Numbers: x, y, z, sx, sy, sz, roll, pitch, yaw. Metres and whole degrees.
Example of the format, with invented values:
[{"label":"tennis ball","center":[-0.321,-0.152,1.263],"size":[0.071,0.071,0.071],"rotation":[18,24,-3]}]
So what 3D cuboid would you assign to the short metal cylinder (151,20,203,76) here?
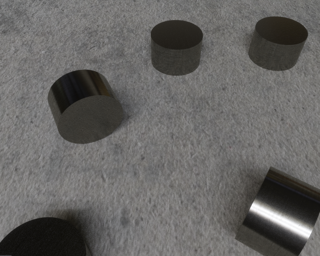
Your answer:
[{"label":"short metal cylinder","center":[0.026,-0.129,0.496],"size":[0.081,0.050,0.080],"rotation":[0,50,0]}]

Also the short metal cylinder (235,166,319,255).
[{"label":"short metal cylinder","center":[0.113,0.084,0.299],"size":[0.050,0.080,0.080],"rotation":[26,55,20]}]

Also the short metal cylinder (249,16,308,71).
[{"label":"short metal cylinder","center":[0.191,-0.138,0.506],"size":[0.081,0.050,0.080],"rotation":[0,50,0]}]

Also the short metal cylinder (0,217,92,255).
[{"label":"short metal cylinder","center":[-0.103,0.128,0.278],"size":[0.081,0.050,0.080],"rotation":[0,50,0]}]

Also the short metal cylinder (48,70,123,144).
[{"label":"short metal cylinder","center":[-0.093,-0.026,0.388],"size":[0.081,0.080,0.050],"rotation":[-20,53,-17]}]
